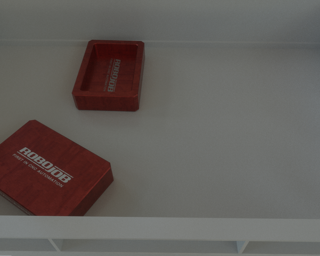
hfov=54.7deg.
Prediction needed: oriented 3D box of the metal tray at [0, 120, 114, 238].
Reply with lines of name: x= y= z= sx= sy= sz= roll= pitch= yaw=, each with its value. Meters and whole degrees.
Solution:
metal tray: x=-0.132 y=0.052 z=0.357 sx=0.130 sy=0.030 sz=0.090 roll=26 pitch=55 yaw=20

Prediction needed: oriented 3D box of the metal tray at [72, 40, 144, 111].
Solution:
metal tray: x=-0.073 y=-0.083 z=0.470 sx=0.091 sy=0.030 sz=0.130 roll=2 pitch=50 yaw=1
